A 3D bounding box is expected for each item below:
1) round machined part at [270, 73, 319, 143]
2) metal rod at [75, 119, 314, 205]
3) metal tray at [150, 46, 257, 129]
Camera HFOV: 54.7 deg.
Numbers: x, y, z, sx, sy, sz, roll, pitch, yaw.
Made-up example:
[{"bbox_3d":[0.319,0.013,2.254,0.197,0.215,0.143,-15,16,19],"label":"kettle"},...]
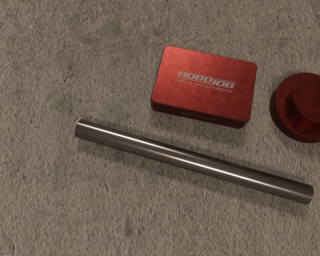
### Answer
[{"bbox_3d":[0.203,-0.032,0.413,0.099,0.042,0.098,0,70,-1],"label":"round machined part"},{"bbox_3d":[0.038,0.041,0.393,0.301,0.025,0.025,16,71,5],"label":"metal rod"},{"bbox_3d":[0.060,-0.057,0.427,0.131,0.030,0.090,12,70,4],"label":"metal tray"}]
